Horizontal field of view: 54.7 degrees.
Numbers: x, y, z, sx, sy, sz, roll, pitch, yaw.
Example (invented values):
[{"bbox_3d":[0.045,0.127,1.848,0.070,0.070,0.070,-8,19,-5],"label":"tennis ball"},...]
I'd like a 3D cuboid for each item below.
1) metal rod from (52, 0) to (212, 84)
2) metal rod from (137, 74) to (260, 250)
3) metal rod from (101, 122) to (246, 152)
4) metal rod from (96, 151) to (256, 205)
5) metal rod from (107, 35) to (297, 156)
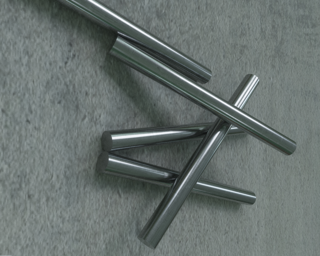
[{"bbox_3d":[-0.043,-0.119,0.369,0.302,0.025,0.025,21,77,-38],"label":"metal rod"},{"bbox_3d":[0.066,0.028,0.428,0.301,0.025,0.025,-52,121,-27],"label":"metal rod"},{"bbox_3d":[0.054,0.006,0.452,0.302,0.025,0.025,-5,93,-40],"label":"metal rod"},{"bbox_3d":[0.045,0.080,0.445,0.302,0.025,0.025,21,77,-38],"label":"metal rod"},{"bbox_3d":[0.070,-0.033,0.415,0.301,0.025,0.025,27,72,-21],"label":"metal rod"}]
